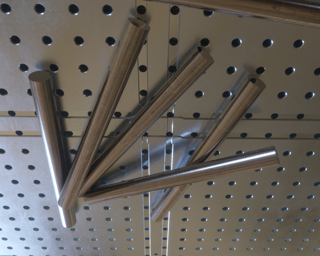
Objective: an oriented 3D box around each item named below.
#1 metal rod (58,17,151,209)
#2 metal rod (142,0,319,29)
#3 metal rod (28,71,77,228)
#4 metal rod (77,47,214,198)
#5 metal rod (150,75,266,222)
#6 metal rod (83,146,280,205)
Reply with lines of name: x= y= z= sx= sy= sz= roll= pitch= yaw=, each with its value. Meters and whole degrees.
metal rod: x=-0.083 y=0.003 z=0.398 sx=0.025 sy=0.025 sz=0.298 roll=19 pitch=123 yaw=-16
metal rod: x=0.091 y=-0.123 z=0.307 sx=0.302 sy=0.025 sz=0.025 roll=7 pitch=130 yaw=-6
metal rod: x=-0.150 y=0.053 z=0.455 sx=0.025 sy=0.025 sz=0.298 roll=3 pitch=130 yaw=-3
metal rod: x=-0.040 y=0.010 z=0.418 sx=0.025 sy=0.025 sz=0.299 roll=30 pitch=124 yaw=-23
metal rod: x=0.054 y=0.049 z=0.453 sx=0.025 sy=0.025 sz=0.298 roll=18 pitch=128 yaw=-15
metal rod: x=0.015 y=0.074 z=0.447 sx=0.300 sy=0.025 sz=0.025 roll=-17 pitch=129 yaw=24
